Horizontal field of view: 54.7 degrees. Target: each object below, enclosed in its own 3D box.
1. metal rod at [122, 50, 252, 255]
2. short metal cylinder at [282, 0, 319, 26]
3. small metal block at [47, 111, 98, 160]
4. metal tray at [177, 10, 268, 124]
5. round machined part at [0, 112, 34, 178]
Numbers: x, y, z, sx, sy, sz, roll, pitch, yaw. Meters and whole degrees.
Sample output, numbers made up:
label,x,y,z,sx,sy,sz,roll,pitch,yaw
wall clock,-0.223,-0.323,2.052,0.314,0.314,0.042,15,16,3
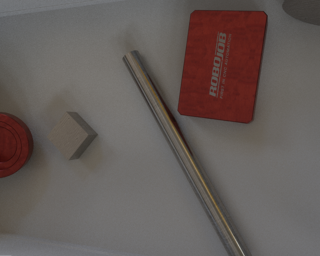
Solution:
label,x,y,z,sx,sy,sz,roll,pitch,yaw
metal rod,0.030,0.031,0.399,0.025,0.025,0.299,-31,80,17
short metal cylinder,0.176,-0.143,0.320,0.080,0.080,0.050,20,97,18
small metal block,-0.129,0.011,0.454,0.050,0.025,0.050,44,103,14
metal tray,0.077,-0.075,0.381,0.090,0.030,0.129,8,93,19
round machined part,-0.244,0.024,0.473,0.099,0.042,0.097,-1,97,-5
